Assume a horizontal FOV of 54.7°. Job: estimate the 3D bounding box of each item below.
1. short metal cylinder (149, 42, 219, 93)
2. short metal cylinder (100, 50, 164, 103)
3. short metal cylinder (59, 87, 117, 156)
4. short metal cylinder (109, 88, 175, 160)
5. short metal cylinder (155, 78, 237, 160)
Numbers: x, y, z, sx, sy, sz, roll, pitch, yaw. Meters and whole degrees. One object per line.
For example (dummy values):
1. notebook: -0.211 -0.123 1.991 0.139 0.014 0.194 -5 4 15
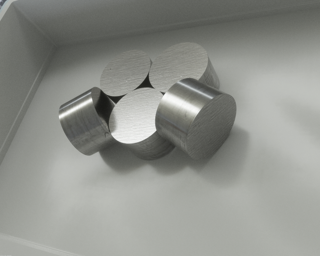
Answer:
1. short metal cylinder: 0.033 -0.066 0.411 0.080 0.050 0.080 -13 56 21
2. short metal cylinder: -0.039 -0.066 0.449 0.080 0.050 0.080 -13 56 21
3. short metal cylinder: -0.090 -0.009 0.422 0.050 0.080 0.080 -27 52 11
4. short metal cylinder: -0.018 -0.005 0.400 0.080 0.050 0.080 -13 56 21
5. short metal cylinder: 0.041 -0.011 0.353 0.050 0.080 0.080 33 81 38
